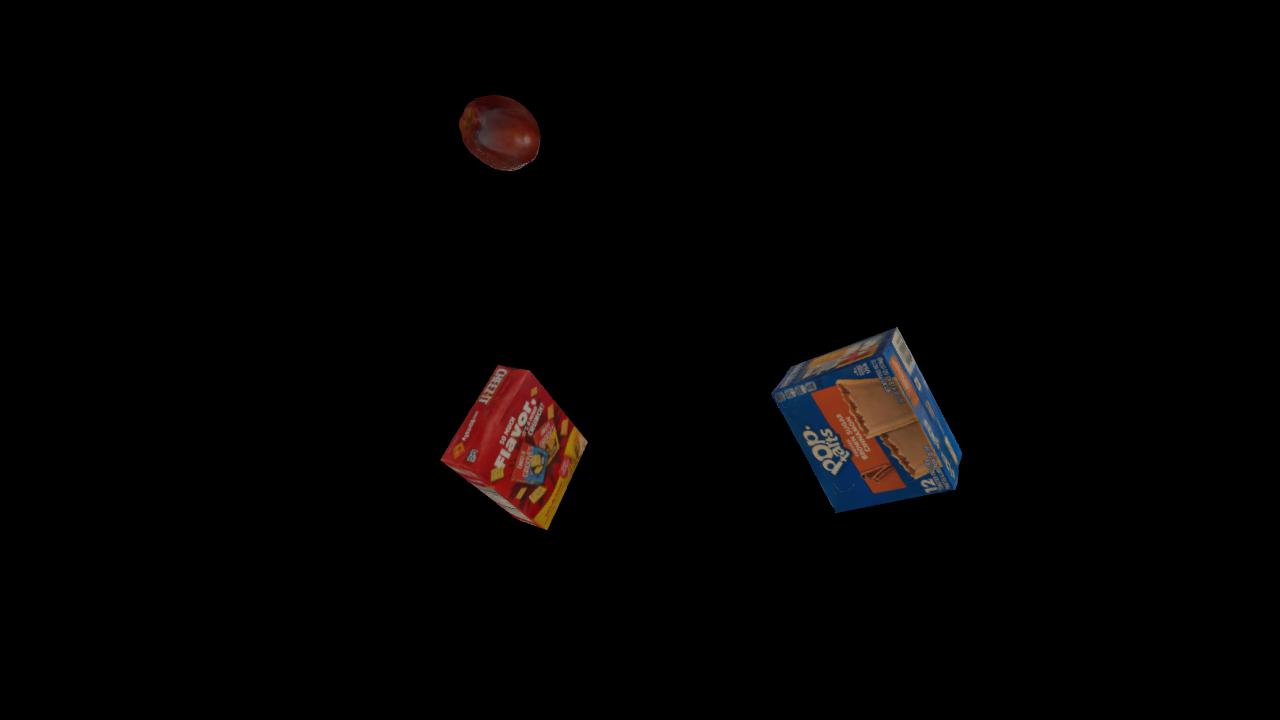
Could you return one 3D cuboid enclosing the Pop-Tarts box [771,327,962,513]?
[{"bbox_3d":[0.258,0.072,0.702,0.141,0.167,0.083,-25,7,39],"label":"Pop-Tarts box"}]

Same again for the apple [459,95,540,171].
[{"bbox_3d":[-0.155,-0.257,0.694,0.079,0.079,0.093,0,-1,43],"label":"apple"}]

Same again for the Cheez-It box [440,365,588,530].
[{"bbox_3d":[-0.179,0.138,0.940,0.071,0.166,0.223,8,-31,29],"label":"Cheez-It box"}]
